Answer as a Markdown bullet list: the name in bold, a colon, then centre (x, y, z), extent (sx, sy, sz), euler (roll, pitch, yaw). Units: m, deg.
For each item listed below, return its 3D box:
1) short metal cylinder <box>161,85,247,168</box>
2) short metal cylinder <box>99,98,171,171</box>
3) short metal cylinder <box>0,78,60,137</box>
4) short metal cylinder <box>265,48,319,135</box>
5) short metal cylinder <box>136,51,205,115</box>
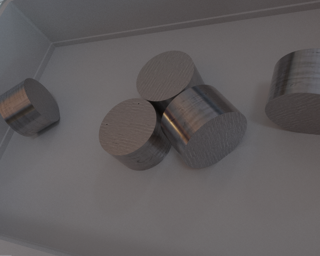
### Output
- **short metal cylinder**: centre (0.048, -0.001, 0.345), extent (0.080, 0.080, 0.050), euler (-38, 51, 3)
- **short metal cylinder**: centre (-0.030, 0.009, 0.399), extent (0.080, 0.050, 0.080), euler (-13, 56, 20)
- **short metal cylinder**: centre (-0.208, -0.033, 0.497), extent (0.050, 0.080, 0.080), euler (-30, 52, 9)
- **short metal cylinder**: centre (0.152, -0.034, 0.311), extent (0.080, 0.080, 0.050), euler (7, 65, 31)
- **short metal cylinder**: centre (0.016, -0.056, 0.415), extent (0.080, 0.050, 0.080), euler (-13, 56, 20)
